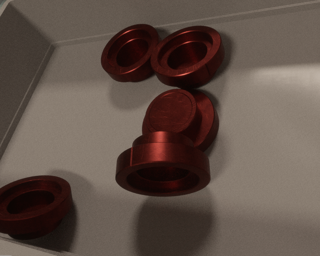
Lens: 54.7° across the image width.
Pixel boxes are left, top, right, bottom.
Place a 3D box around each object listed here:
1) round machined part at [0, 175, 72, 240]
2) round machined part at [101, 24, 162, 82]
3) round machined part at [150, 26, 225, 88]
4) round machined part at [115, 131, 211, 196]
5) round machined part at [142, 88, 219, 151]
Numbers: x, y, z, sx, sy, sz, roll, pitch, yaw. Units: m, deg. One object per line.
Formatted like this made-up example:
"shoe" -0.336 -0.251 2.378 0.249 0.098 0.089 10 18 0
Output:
"round machined part" -0.162 0.103 0.393 0.099 0.042 0.098 -1 21 1
"round machined part" -0.038 -0.110 0.481 0.098 0.042 0.098 -13 56 20
"round machined part" 0.040 -0.091 0.423 0.098 0.042 0.098 -14 49 17
"round machined part" 0.003 0.038 0.333 0.098 0.098 0.042 -13 56 21
"round machined part" 0.021 -0.010 0.389 0.098 0.042 0.098 -13 56 20
